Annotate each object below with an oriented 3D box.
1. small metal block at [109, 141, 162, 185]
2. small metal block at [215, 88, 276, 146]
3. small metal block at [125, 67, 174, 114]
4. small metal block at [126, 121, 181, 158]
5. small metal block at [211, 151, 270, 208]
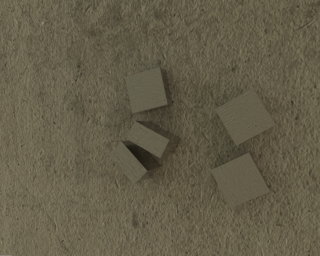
[{"bbox_3d":[-0.031,0.043,0.407,0.025,0.050,0.050,-47,76,14],"label":"small metal block"},{"bbox_3d":[0.103,-0.013,0.373,0.050,0.025,0.050,-31,80,17],"label":"small metal block"},{"bbox_3d":[-0.014,-0.049,0.414,0.050,0.025,0.050,-13,86,19],"label":"small metal block"},{"bbox_3d":[-0.007,0.013,0.398,0.050,0.050,0.025,29,100,17],"label":"small metal block"},{"bbox_3d":[0.097,0.062,0.375,0.050,0.025,0.050,-29,81,17],"label":"small metal block"}]
